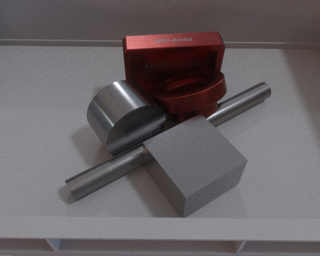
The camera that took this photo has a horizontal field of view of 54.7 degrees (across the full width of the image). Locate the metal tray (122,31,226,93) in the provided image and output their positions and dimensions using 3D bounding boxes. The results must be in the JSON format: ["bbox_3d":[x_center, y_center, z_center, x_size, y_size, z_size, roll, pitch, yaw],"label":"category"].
[{"bbox_3d":[0.017,-0.084,0.430,0.131,0.089,0.030,-5,51,-5],"label":"metal tray"}]

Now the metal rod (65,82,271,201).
[{"bbox_3d":[0.026,0.007,0.397,0.302,0.025,0.025,-26,55,-21],"label":"metal rod"}]

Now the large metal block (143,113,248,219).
[{"bbox_3d":[0.037,0.041,0.351,0.081,0.050,0.080,-26,55,-21],"label":"large metal block"}]

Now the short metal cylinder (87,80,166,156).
[{"bbox_3d":[-0.041,-0.011,0.376,0.081,0.080,0.050,-27,55,-21],"label":"short metal cylinder"}]

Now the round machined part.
[{"bbox_3d":[0.039,-0.040,0.408,0.098,0.042,0.098,-13,24,6],"label":"round machined part"}]
